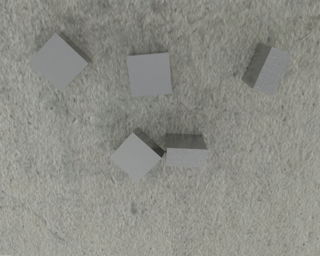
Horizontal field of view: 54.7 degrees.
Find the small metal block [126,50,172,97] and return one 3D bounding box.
[{"bbox_3d":[-0.012,-0.068,0.385,0.050,0.025,0.050,-5,110,1],"label":"small metal block"}]

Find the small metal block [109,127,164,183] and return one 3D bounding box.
[{"bbox_3d":[-0.030,0.036,0.416,0.050,0.025,0.050,42,109,-3],"label":"small metal block"}]

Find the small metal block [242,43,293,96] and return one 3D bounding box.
[{"bbox_3d":[0.126,-0.072,0.372,0.025,0.050,0.050,18,109,-7],"label":"small metal block"}]

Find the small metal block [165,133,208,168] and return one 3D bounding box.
[{"bbox_3d":[0.033,0.028,0.407,0.050,0.050,0.025,3,110,-2],"label":"small metal block"}]

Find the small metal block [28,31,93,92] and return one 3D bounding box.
[{"bbox_3d":[-0.120,-0.081,0.378,0.050,0.025,0.050,-42,105,13],"label":"small metal block"}]
